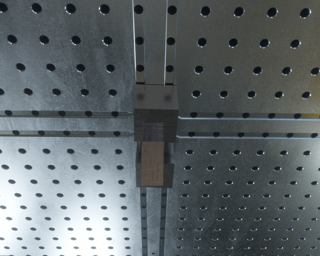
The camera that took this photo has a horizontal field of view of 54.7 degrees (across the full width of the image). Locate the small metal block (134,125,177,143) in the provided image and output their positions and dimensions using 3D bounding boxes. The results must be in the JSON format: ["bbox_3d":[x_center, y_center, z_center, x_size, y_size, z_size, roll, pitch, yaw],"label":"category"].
[{"bbox_3d":[-0.006,-0.008,0.387,0.050,0.050,0.025,2,130,-2],"label":"small metal block"}]

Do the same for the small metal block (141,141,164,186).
[{"bbox_3d":[-0.009,0.041,0.376,0.025,0.050,0.050,1,88,0],"label":"small metal block"}]

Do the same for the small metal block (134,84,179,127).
[{"bbox_3d":[-0.005,-0.028,0.371,0.050,0.050,0.025,2,130,-2],"label":"small metal block"}]

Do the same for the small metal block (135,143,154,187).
[{"bbox_3d":[-0.020,0.048,0.436,0.025,0.050,0.050,1,130,-1],"label":"small metal block"}]

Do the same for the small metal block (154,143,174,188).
[{"bbox_3d":[0.005,0.049,0.435,0.025,0.050,0.050,1,130,-1],"label":"small metal block"}]
